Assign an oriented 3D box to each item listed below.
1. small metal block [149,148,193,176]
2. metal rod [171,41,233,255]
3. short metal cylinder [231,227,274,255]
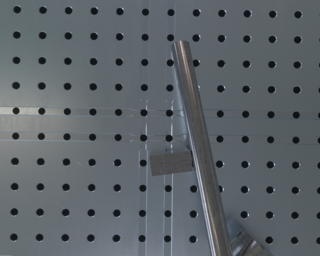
[{"bbox_3d":[0.014,0.043,0.401,0.050,0.050,0.025,-8,90,0],"label":"small metal block"},{"bbox_3d":[0.051,0.033,0.379,0.025,0.025,0.299,-10,76,0],"label":"metal rod"},{"bbox_3d":[0.117,0.172,0.387,0.080,0.080,0.050,44,90,0],"label":"short metal cylinder"}]
